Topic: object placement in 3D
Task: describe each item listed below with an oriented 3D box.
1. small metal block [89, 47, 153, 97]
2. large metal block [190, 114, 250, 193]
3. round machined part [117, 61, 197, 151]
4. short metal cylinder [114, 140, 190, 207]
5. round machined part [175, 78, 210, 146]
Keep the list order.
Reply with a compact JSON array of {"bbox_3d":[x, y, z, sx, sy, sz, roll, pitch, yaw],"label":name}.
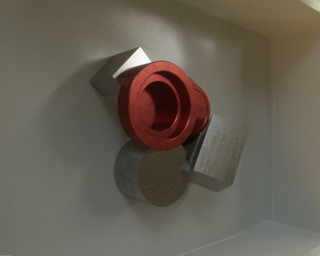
[{"bbox_3d":[-0.044,-0.063,0.352,0.025,0.050,0.050,52,60,-28],"label":"small metal block"},{"bbox_3d":[0.076,0.038,0.426,0.050,0.080,0.080,21,72,4],"label":"large metal block"},{"bbox_3d":[-0.007,-0.024,0.351,0.099,0.042,0.097,0,90,-40],"label":"round machined part"},{"bbox_3d":[-0.009,0.052,0.383,0.081,0.050,0.079,0,90,-40],"label":"short metal cylinder"},{"bbox_3d":[0.030,-0.024,0.418,0.099,0.042,0.097,0,90,-40],"label":"round machined part"}]
